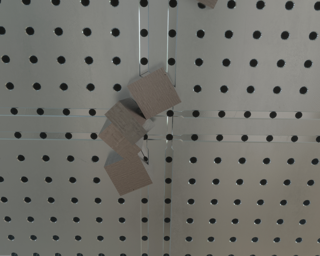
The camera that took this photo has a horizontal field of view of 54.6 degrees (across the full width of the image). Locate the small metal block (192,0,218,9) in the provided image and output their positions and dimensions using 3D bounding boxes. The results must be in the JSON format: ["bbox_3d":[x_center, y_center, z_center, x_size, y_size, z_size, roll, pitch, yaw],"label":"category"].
[{"bbox_3d":[0.048,-0.170,0.351,0.050,0.025,0.050,24,108,-9],"label":"small metal block"}]

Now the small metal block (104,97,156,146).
[{"bbox_3d":[-0.036,-0.010,0.390,0.025,0.050,0.050,-42,91,14],"label":"small metal block"}]

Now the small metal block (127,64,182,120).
[{"bbox_3d":[-0.007,-0.046,0.396,0.050,0.025,0.050,-27,108,9],"label":"small metal block"}]

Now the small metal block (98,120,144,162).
[{"bbox_3d":[-0.049,0.009,0.403,0.025,0.050,0.050,-42,105,15],"label":"small metal block"}]

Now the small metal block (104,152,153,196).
[{"bbox_3d":[-0.043,0.060,0.435,0.050,0.025,0.050,-23,109,8],"label":"small metal block"}]
